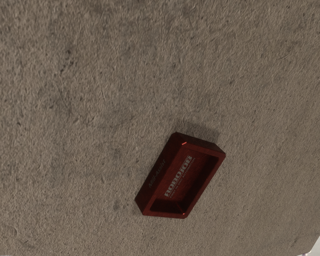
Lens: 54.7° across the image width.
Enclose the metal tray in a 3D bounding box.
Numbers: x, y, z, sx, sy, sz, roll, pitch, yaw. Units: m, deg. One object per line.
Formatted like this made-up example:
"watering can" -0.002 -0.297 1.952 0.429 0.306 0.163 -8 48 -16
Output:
"metal tray" 0.031 0.076 0.469 0.091 0.030 0.129 17 109 -36
